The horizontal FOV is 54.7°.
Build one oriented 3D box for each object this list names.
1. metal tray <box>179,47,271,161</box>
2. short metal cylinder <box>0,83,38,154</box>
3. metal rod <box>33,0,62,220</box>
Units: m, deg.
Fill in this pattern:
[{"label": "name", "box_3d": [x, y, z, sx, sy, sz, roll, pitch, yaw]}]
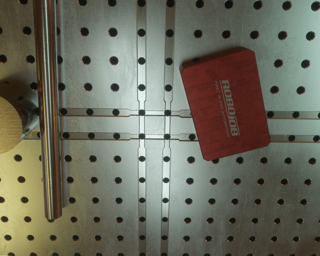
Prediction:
[{"label": "metal tray", "box_3d": [0.085, -0.029, 0.401, 0.090, 0.030, 0.129, -15, 110, 5]}, {"label": "short metal cylinder", "box_3d": [-0.205, -0.013, 0.392, 0.081, 0.050, 0.079, 0, 110, -1]}, {"label": "metal rod", "box_3d": [-0.145, -0.011, 0.407, 0.025, 0.025, 0.298, 4, 110, -2]}]
